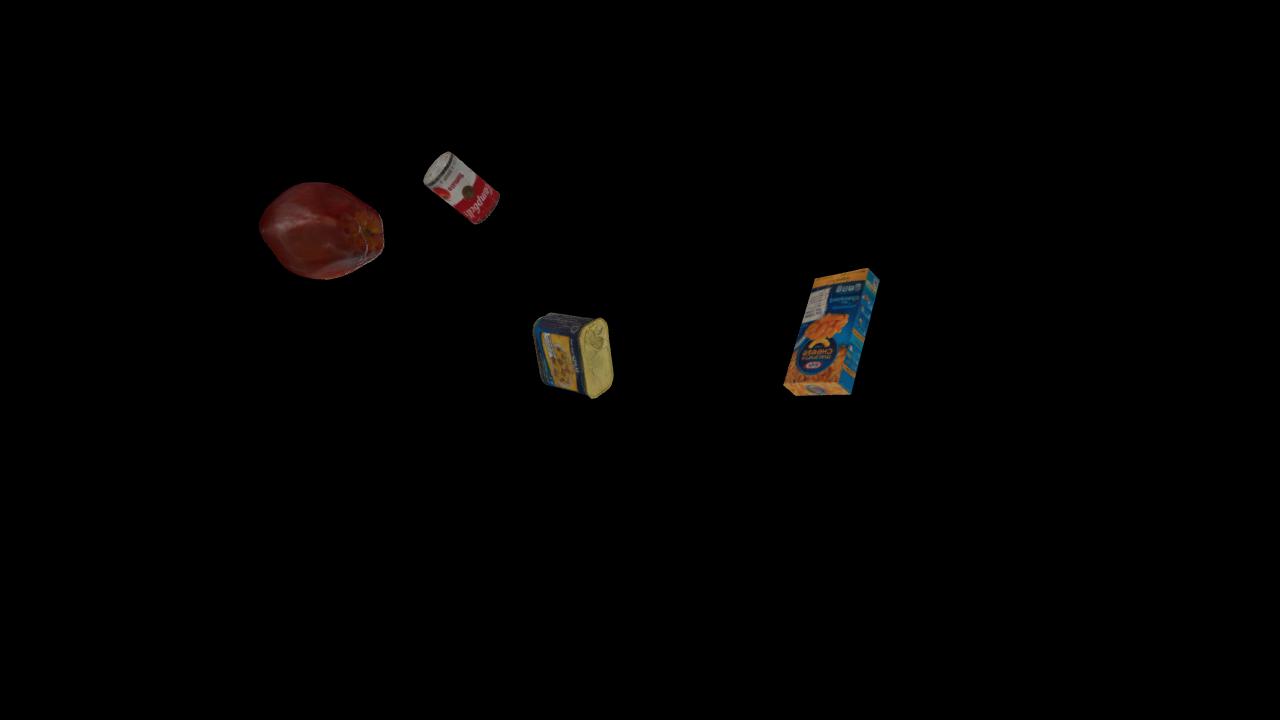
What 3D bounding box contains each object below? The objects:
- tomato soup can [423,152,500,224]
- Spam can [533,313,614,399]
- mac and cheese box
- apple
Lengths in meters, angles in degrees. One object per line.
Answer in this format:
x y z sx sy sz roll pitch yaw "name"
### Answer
-0.286 -0.276 0.989 0.068 0.068 0.101 0 -29 45 "tomato soup can"
-0.088 -0.008 0.803 0.085 0.101 0.058 10 28 33 "Spam can"
0.273 -0.039 0.876 0.041 0.184 0.093 35 -24 -33 "mac and cheese box"
-0.258 -0.105 0.504 0.093 0.079 0.079 0 0 21 "apple"
